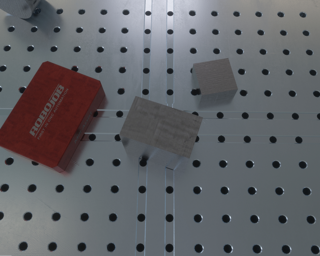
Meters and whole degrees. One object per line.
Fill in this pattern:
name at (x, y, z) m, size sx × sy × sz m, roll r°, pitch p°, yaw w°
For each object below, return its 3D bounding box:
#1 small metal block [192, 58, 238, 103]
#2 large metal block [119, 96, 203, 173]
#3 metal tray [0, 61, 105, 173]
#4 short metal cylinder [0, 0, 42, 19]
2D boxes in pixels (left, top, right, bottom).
small metal block at (0.076, -0.067, 0.437) m, size 0.050 × 0.025 × 0.050 m, roll -10°, pitch 70°, yaw -4°
large metal block at (0.002, 0.011, 0.378) m, size 0.080 × 0.080 × 0.050 m, roll 18°, pitch 71°, yaw 6°
metal tray at (-0.143, -0.017, 0.414) m, size 0.090 × 0.030 × 0.130 m, roll 22°, pitch 71°, yaw 7°
short metal cylinder at (-0.216, -0.210, 0.457) m, size 0.080 × 0.080 × 0.050 m, roll 20°, pitch 71°, yaw 7°
